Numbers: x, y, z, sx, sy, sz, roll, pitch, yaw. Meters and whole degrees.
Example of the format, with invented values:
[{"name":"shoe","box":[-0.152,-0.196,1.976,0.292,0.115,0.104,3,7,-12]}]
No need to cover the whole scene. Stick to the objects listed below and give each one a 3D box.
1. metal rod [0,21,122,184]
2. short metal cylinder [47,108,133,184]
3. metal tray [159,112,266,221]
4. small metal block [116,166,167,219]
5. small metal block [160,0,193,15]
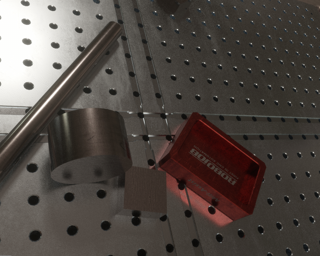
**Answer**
[{"name":"metal rod","box":[-0.119,-0.042,0.369,0.025,0.025,0.301,32,51,-8]},{"name":"short metal cylinder","box":[-0.073,0.021,0.322,0.081,0.080,0.050,0,62,-29]},{"name":"metal tray","box":[0.074,0.049,0.416,0.130,0.030,0.090,37,51,-4]},{"name":"small metal block","box":[-0.021,0.074,0.353,0.050,0.025,0.050,13,56,-22]},{"name":"small metal block","box":[0.028,-0.244,0.574,0.050,0.025,0.050,46,51,3]}]
